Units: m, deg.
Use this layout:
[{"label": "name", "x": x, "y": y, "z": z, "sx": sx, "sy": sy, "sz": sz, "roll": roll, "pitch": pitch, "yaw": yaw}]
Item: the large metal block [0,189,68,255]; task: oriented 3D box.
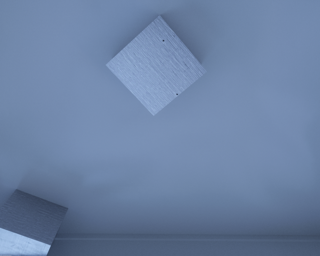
[{"label": "large metal block", "x": -0.186, "y": 0.141, "z": 0.432, "sx": 0.080, "sy": 0.080, "sz": 0.050, "roll": 24, "pitch": 108, "yaw": -9}]

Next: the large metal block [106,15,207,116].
[{"label": "large metal block", "x": -0.004, "y": -0.075, "z": 0.370, "sx": 0.080, "sy": 0.050, "sz": 0.080, "roll": -40, "pitch": 106, "yaw": 13}]
